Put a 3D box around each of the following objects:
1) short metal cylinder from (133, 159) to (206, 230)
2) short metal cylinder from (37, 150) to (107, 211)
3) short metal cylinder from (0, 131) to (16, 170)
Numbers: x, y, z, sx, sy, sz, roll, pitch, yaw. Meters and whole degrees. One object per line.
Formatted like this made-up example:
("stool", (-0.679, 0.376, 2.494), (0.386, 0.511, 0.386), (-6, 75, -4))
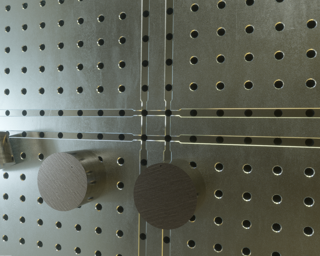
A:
("short metal cylinder", (0.014, 0.081, 0.394), (0.080, 0.050, 0.079), (0, 90, 19))
("short metal cylinder", (-0.125, 0.073, 0.442), (0.080, 0.050, 0.079), (0, 90, 19))
("short metal cylinder", (-0.272, 0.041, 0.477), (0.080, 0.080, 0.050), (-19, 84, 19))
